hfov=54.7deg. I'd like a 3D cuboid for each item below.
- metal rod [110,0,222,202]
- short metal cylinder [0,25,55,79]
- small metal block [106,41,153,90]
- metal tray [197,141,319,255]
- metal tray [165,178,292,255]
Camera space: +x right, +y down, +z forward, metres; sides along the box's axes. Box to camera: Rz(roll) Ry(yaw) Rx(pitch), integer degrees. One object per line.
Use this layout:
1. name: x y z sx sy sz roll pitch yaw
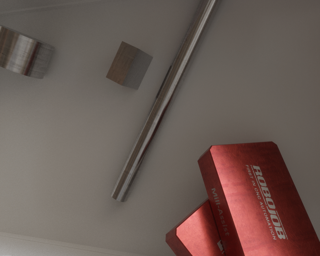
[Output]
1. metal rod: 0.006 -0.038 0.407 0.025 0.025 0.298 28 99 17
2. short metal cylinder: -0.202 -0.110 0.451 0.080 0.080 0.050 26 99 18
3. small metal block: -0.039 -0.081 0.410 0.025 0.050 0.050 29 99 17
4. metal tray: 0.101 0.080 0.321 0.030 0.091 0.130 122 140 -54
5. metal tray: 0.082 0.111 0.332 0.090 0.131 0.030 50 146 13
